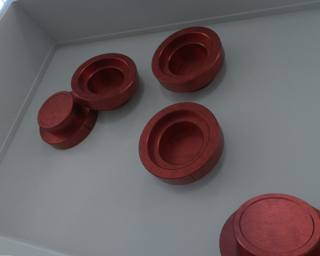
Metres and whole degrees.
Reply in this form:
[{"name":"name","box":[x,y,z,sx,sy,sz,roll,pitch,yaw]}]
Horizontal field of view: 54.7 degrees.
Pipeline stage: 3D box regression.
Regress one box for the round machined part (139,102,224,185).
[{"name":"round machined part","box":[0.028,0.021,0.367,0.098,0.042,0.098,-13,56,21]}]

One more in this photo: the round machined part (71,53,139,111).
[{"name":"round machined part","box":[-0.078,-0.064,0.465,0.098,0.042,0.098,-6,53,8]}]

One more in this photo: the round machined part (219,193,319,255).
[{"name":"round machined part","box":[0.099,0.093,0.260,0.098,0.042,0.098,-14,29,8]}]

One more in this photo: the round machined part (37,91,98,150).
[{"name":"round machined part","box":[-0.151,-0.019,0.486,0.098,0.042,0.098,-13,56,21]}]

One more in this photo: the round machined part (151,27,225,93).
[{"name":"round machined part","box":[0.041,-0.089,0.428,0.098,0.042,0.098,-13,56,21]}]
